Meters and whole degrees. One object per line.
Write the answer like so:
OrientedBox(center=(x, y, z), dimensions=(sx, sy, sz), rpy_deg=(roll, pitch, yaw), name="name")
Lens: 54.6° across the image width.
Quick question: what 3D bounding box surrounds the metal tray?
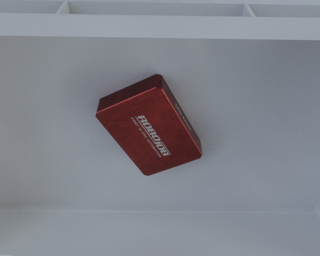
OrientedBox(center=(-0.010, 0.002, 0.407), dimensions=(0.090, 0.030, 0.130), rpy_deg=(-21, 127, 17), name="metal tray")
